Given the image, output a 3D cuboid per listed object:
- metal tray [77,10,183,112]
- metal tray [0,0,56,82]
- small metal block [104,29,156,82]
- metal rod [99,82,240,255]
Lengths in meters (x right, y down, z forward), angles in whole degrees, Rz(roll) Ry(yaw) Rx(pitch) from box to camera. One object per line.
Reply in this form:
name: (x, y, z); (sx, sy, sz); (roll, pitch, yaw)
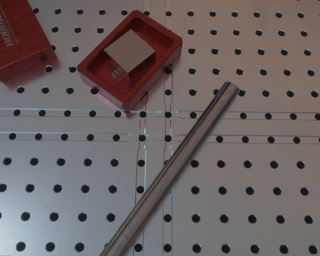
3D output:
metal tray: (-0.041, -0.099, 0.444); (0.090, 0.030, 0.130); (36, 74, 12)
metal tray: (-0.224, -0.142, 0.458); (0.090, 0.030, 0.130); (-28, 73, -10)
small metal block: (-0.042, -0.102, 0.435); (0.050, 0.025, 0.050); (-42, 76, -14)
metal rod: (0.013, 0.058, 0.390); (0.025, 0.025, 0.300); (34, 73, 11)
